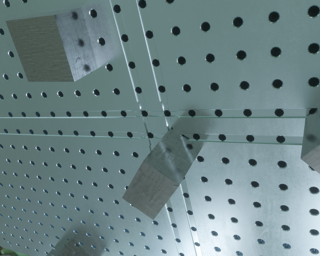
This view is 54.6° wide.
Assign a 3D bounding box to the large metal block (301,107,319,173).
[{"bbox_3d":[0.185,0.018,0.289,0.080,0.080,0.050,39,129,2],"label":"large metal block"}]

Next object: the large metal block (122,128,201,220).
[{"bbox_3d":[0.003,0.060,0.412,0.050,0.080,0.080,34,129,6],"label":"large metal block"}]

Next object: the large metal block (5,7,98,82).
[{"bbox_3d":[-0.138,-0.107,0.403,0.080,0.050,0.080,4,120,26],"label":"large metal block"}]

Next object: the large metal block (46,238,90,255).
[{"bbox_3d":[-0.203,0.300,0.689,0.080,0.050,0.080,-34,100,38],"label":"large metal block"}]
